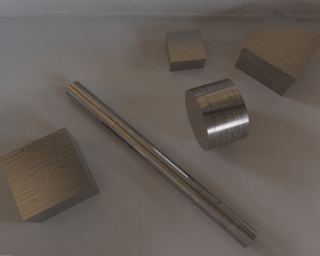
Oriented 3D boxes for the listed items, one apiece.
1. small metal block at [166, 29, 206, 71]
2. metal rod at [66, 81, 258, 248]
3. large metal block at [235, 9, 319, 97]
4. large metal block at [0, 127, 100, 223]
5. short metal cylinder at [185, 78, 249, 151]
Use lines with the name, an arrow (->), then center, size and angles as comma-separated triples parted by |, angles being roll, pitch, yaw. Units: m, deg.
small metal block -> 0.037, -0.113, 0.451 | 0.050, 0.025, 0.050 | -7, 70, -3
metal rod -> -0.007, 0.038, 0.395 | 0.300, 0.025, 0.025 | 39, 74, 12
large metal block -> 0.167, -0.106, 0.437 | 0.080, 0.050, 0.080 | 36, 74, 12
large metal block -> -0.130, 0.058, 0.374 | 0.080, 0.050, 0.080 | -26, 72, -10
short metal cylinder -> 0.069, -0.017, 0.387 | 0.050, 0.080, 0.080 | -17, 71, -6
